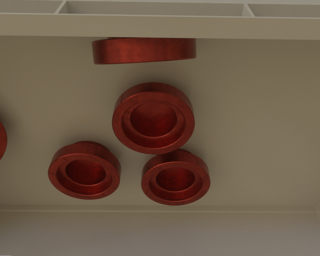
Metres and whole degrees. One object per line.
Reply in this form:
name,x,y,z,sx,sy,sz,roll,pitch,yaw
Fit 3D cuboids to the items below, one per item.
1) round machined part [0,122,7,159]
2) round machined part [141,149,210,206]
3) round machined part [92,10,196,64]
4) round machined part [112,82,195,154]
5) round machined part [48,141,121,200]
round machined part,-0.250,0.014,0.385,0.099,0.042,0.097,-23,125,-36
round machined part,0.022,0.068,0.456,0.099,0.042,0.097,0,130,0
round machined part,-0.015,-0.085,0.296,0.099,0.098,0.042,-3,104,2
round machined part,-0.008,-0.016,0.384,0.099,0.042,0.097,0,130,0
round machined part,-0.105,0.057,0.445,0.099,0.042,0.097,0,130,0
